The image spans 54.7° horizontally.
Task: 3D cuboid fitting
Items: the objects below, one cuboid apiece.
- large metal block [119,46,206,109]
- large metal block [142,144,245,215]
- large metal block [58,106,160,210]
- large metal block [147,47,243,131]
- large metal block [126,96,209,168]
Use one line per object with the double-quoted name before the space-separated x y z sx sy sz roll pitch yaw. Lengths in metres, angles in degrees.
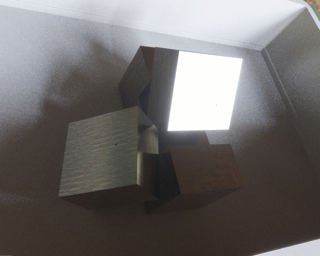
"large metal block" 0.001 -0.057 0.404 0.081 0.080 0.050 -1 63 -29
"large metal block" 0.033 0.058 0.351 0.081 0.080 0.050 0 62 -29
"large metal block" -0.048 0.032 0.313 0.050 0.080 0.080 51 32 -54
"large metal block" 0.037 -0.043 0.344 0.081 0.079 0.050 -1 17 -29
"large metal block" 0.009 0.008 0.391 0.081 0.050 0.080 -1 62 -29
